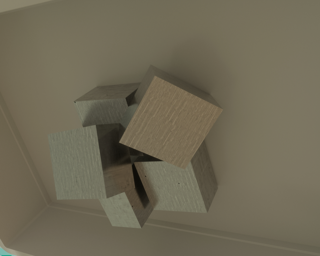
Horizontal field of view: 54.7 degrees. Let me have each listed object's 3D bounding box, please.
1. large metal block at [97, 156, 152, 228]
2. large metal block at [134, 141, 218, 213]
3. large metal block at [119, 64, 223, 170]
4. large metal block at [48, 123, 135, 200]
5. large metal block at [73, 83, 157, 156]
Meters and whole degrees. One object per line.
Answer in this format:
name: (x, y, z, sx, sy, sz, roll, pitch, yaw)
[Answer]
large metal block: (-0.043, 0.083, 0.443, 0.050, 0.080, 0.080, -7, 115, 31)
large metal block: (0.023, 0.064, 0.414, 0.080, 0.050, 0.080, -5, 116, 30)
large metal block: (0.009, -0.012, 0.344, 0.080, 0.050, 0.080, 24, 109, -17)
large metal block: (-0.083, 0.040, 0.373, 0.080, 0.050, 0.080, -10, 88, 32)
large metal block: (-0.055, -0.011, 0.412, 0.080, 0.050, 0.080, -1, 118, 28)
